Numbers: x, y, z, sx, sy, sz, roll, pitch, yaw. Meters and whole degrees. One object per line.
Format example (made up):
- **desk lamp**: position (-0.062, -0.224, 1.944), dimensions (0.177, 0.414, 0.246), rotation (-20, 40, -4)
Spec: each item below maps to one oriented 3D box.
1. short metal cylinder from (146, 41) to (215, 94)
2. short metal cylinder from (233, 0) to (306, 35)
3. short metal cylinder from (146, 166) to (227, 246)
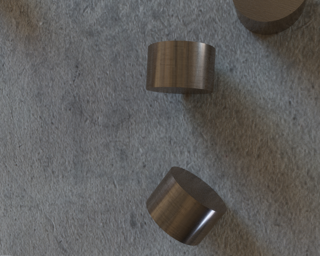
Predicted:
- **short metal cylinder**: position (0.025, -0.069, 0.371), dimensions (0.080, 0.080, 0.050), rotation (3, 91, 19)
- **short metal cylinder**: position (0.125, -0.153, 0.352), dimensions (0.080, 0.050, 0.079), rotation (0, 90, 19)
- **short metal cylinder**: position (0.031, 0.091, 0.368), dimensions (0.080, 0.080, 0.050), rotation (39, 102, 15)
